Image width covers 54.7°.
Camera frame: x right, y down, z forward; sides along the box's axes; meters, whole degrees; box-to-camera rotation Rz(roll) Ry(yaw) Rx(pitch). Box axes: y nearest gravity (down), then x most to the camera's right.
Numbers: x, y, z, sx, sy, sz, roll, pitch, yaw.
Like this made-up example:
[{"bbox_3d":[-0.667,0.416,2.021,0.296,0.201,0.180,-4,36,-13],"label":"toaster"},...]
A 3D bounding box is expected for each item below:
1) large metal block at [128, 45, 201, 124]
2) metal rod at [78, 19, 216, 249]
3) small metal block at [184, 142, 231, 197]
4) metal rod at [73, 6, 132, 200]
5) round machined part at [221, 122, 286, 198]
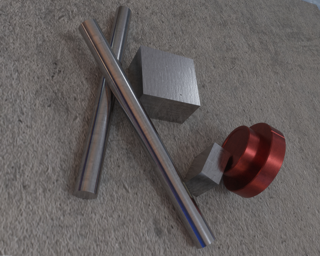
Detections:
[{"bbox_3d":[0.003,-0.058,0.426,0.081,0.050,0.080,10,58,-24],"label":"large metal block"},{"bbox_3d":[-0.019,0.001,0.371,0.025,0.025,0.299,-24,82,-37],"label":"metal rod"},{"bbox_3d":[0.057,0.053,0.388,0.025,0.050,0.050,36,51,-5],"label":"small metal block"},{"bbox_3d":[-0.067,-0.055,0.402,0.025,0.025,0.300,18,55,-19],"label":"metal rod"},{"bbox_3d":[0.109,0.035,0.396,0.042,0.097,0.098,28,52,-11],"label":"round machined part"}]
